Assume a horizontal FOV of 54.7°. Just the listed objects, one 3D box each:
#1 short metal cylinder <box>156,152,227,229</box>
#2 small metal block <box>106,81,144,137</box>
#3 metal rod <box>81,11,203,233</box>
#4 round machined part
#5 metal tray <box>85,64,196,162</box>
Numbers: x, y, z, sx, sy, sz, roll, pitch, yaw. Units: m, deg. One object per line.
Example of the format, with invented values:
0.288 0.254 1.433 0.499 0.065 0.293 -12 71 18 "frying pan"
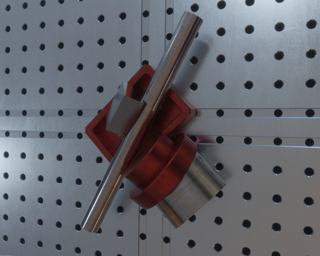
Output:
0.032 0.074 0.370 0.080 0.080 0.050 -45 76 14 "short metal cylinder"
-0.046 -0.025 0.391 0.025 0.050 0.050 23 112 -20 "small metal block"
-0.027 0.000 0.389 0.025 0.025 0.298 30 99 17 "metal rod"
-0.005 0.043 0.364 0.042 0.098 0.098 41 103 -7 "round machined part"
-0.028 -0.009 0.418 0.130 0.030 0.090 -45 77 14 "metal tray"
